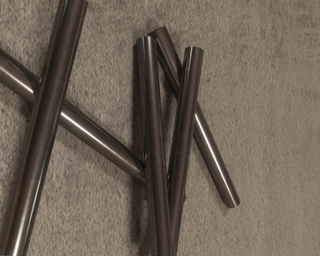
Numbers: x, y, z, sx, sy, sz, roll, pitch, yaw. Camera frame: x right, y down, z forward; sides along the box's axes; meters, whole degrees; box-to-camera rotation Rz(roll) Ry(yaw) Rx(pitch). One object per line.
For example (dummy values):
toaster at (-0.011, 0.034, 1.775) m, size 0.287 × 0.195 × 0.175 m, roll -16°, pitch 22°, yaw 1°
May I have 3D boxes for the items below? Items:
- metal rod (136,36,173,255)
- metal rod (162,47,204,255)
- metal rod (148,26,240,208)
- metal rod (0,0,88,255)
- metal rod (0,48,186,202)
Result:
metal rod at (-0.006, 0.036, 0.371) m, size 0.025 × 0.025 × 0.298 m, roll 3°, pitch 79°, yaw -40°
metal rod at (0.024, 0.044, 0.393) m, size 0.025 × 0.025 × 0.298 m, roll 14°, pitch 81°, yaw -40°
metal rod at (0.058, -0.002, 0.455) m, size 0.025 × 0.025 × 0.299 m, roll -40°, pitch 115°, yaw -33°
metal rod at (-0.114, 0.025, 0.285) m, size 0.025 × 0.025 × 0.298 m, roll 14°, pitch 88°, yaw -40°
metal rod at (-0.068, 0.013, 0.348) m, size 0.300 × 0.025 × 0.025 m, roll 42°, pitch 64°, yaw -32°
